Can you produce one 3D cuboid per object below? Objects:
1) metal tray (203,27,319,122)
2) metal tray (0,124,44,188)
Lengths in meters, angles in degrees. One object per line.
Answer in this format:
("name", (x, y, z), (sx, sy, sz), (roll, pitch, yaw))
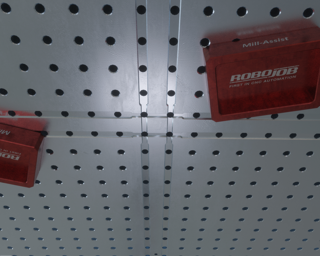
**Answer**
("metal tray", (0.120, -0.058, 0.359), (0.131, 0.030, 0.090), (-8, 130, 6))
("metal tray", (-0.237, 0.034, 0.434), (0.131, 0.030, 0.089), (15, 129, -12))
